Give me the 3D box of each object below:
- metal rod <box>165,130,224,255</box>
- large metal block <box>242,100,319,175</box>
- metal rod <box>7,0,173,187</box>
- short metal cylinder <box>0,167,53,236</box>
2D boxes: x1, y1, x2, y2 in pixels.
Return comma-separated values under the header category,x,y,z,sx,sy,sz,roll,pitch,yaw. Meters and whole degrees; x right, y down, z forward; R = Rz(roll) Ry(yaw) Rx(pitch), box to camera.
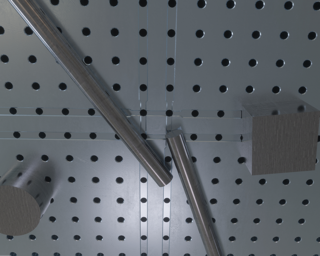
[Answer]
category,x,y,z,sx,sy,sz,roll,pitch,yaw
metal rod,0.066,0.140,0.465,0.025,0.025,0.298,-18,109,6
large metal block,0.154,0.012,0.406,0.080,0.050,0.079,-5,110,1
metal rod,-0.078,-0.039,0.398,0.025,0.025,0.300,-34,107,11
short metal cylinder,-0.200,0.103,0.436,0.081,0.050,0.079,0,110,0
